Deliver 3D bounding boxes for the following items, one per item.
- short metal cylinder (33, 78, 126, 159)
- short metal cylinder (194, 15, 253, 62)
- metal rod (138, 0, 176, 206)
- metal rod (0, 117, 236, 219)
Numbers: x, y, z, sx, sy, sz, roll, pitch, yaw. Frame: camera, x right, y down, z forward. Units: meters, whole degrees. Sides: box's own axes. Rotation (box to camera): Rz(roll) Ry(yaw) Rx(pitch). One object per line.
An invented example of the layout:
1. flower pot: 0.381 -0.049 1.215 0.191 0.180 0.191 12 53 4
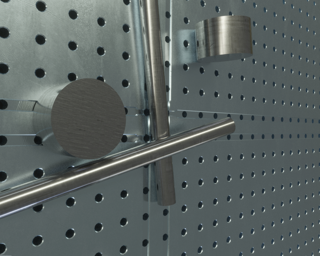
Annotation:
1. short metal cylinder: -0.083 -0.009 0.323 0.081 0.050 0.079 0 90 -40
2. short metal cylinder: 0.092 -0.127 0.450 0.081 0.080 0.050 -8 96 -40
3. metal rod: -0.004 -0.047 0.405 0.025 0.025 0.298 -9 96 -40
4. metal rod: -0.026 0.034 0.362 0.302 0.025 0.025 -17 101 -31
